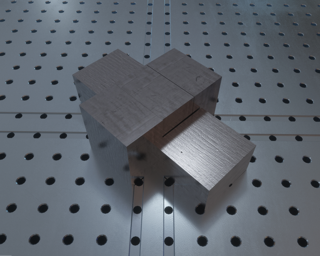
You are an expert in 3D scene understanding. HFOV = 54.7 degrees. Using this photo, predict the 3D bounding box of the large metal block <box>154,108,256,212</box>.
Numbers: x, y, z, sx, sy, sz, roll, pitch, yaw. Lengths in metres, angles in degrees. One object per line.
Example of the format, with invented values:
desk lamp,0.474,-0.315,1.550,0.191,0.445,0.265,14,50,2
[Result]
large metal block,0.050,0.034,0.363,0.080,0.050,0.080,-37,60,-26

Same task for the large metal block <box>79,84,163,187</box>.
large metal block,-0.043,0.009,0.365,0.050,0.080,0.080,-37,60,-27

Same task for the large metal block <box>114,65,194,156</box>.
large metal block,-0.008,-0.019,0.388,0.050,0.080,0.080,-37,60,-27

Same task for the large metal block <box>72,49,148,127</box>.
large metal block,-0.061,-0.056,0.435,0.080,0.050,0.080,37,60,26

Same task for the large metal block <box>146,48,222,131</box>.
large metal block,0.029,-0.045,0.411,0.050,0.080,0.080,-37,60,-27
